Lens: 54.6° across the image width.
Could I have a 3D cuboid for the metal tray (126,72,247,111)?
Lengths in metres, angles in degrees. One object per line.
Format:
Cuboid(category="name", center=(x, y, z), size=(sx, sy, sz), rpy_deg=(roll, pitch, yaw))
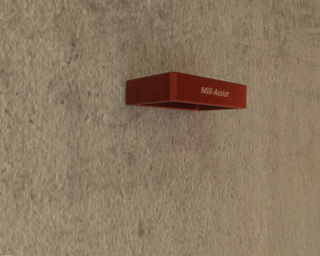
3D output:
Cuboid(category="metal tray", center=(0.035, -0.041, 0.390), size=(0.131, 0.090, 0.030), rpy_deg=(2, 89, -40))
